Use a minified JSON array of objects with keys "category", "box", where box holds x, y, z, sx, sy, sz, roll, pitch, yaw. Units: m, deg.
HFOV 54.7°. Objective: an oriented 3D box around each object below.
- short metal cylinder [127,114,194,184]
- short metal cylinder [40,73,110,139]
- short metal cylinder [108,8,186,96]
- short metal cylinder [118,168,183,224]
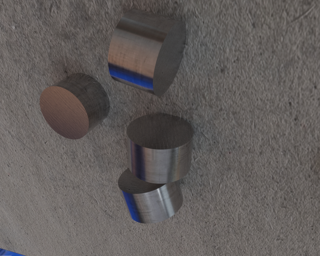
[{"category":"short metal cylinder","box":[0.000,0.023,0.386,0.080,0.080,0.050,14,124,20]},{"category":"short metal cylinder","box":[-0.119,-0.031,0.434,0.080,0.050,0.079,13,124,21]},{"category":"short metal cylinder","box":[-0.012,-0.080,0.328,0.050,0.080,0.079,22,127,15]},{"category":"short metal cylinder","box":[-0.012,0.085,0.431,0.080,0.080,0.050,-1,118,29]}]
